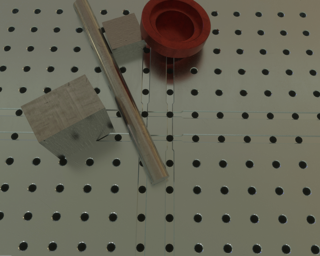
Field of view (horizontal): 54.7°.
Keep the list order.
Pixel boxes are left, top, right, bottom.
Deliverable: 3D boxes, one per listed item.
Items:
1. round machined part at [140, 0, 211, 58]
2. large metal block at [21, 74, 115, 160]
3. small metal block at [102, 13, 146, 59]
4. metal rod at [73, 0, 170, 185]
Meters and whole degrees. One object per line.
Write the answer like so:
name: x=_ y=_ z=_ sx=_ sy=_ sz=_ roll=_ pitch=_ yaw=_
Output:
round machined part: x=0.020 y=-0.142 z=0.449 sx=0.099 sy=0.042 sz=0.098 roll=4 pitch=67 yaw=-9
large metal block: x=-0.109 y=-0.010 z=0.385 sx=0.080 sy=0.080 sz=0.050 roll=-30 pitch=73 yaw=-10
small metal block: x=-0.053 y=-0.137 z=0.461 sx=0.050 sy=0.025 sz=0.050 roll=-20 pitch=71 yaw=-7
metal rod: x=-0.061 y=-0.063 z=0.434 sx=0.025 sy=0.025 sz=0.299 roll=-23 pitch=72 yaw=-8
